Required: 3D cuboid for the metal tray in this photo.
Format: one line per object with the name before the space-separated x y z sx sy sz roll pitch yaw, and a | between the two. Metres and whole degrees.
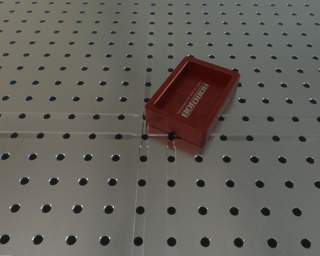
metal tray | 0.048 -0.044 0.441 0.090 0.030 0.130 23 54 18
